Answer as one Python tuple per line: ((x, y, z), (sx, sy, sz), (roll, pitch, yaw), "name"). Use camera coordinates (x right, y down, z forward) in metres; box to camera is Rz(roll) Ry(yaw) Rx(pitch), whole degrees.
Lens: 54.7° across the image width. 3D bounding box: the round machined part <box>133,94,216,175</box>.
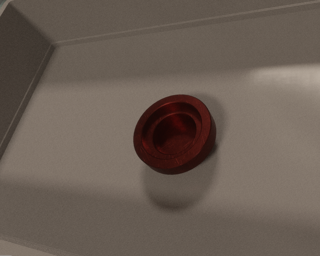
((0.021, 0.011, 0.376), (0.098, 0.042, 0.098), (-13, 56, 20), "round machined part")
